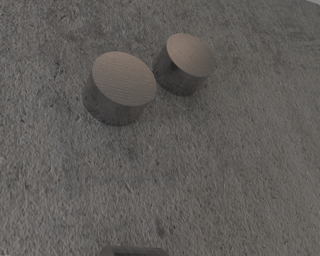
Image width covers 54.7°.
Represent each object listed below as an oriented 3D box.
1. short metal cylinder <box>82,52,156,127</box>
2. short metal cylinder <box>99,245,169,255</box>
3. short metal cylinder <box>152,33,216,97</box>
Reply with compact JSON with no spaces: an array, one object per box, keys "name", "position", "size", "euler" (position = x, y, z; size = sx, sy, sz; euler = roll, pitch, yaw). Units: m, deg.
[{"name":"short metal cylinder","position":[-0.052,-0.048,0.389],"size":[0.081,0.050,0.080],"euler":[14,56,-21]},{"name":"short metal cylinder","position":[-0.025,0.145,0.266],"size":[0.050,0.080,0.080],"euler":[12,57,-22]},{"name":"short metal cylinder","position":[0.035,-0.094,0.464],"size":[0.081,0.050,0.080],"euler":[14,56,-21]}]
